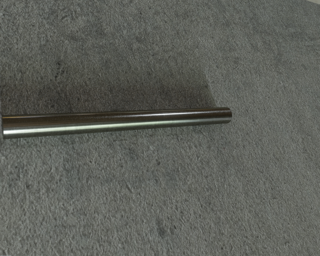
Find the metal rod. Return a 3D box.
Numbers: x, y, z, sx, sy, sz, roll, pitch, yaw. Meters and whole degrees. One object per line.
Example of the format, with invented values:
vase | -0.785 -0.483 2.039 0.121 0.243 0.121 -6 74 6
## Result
metal rod | -0.030 -0.010 0.392 0.302 0.025 0.025 -4 64 -30
